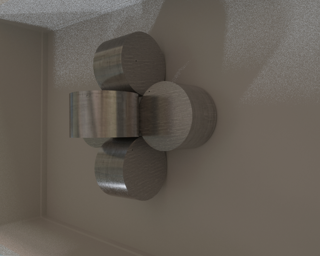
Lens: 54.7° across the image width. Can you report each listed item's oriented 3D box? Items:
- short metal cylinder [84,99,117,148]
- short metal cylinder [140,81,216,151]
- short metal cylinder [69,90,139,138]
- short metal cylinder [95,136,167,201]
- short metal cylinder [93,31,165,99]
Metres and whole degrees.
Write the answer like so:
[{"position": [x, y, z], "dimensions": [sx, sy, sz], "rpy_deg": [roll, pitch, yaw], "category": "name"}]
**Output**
[{"position": [-0.073, -0.013, 0.449], "dimensions": [0.080, 0.050, 0.080], "rpy_deg": [0, 90, 40], "category": "short metal cylinder"}, {"position": [0.020, -0.014, 0.372], "dimensions": [0.080, 0.050, 0.080], "rpy_deg": [0, 90, 40], "category": "short metal cylinder"}, {"position": [-0.065, -0.014, 0.365], "dimensions": [0.080, 0.081, 0.050], "rpy_deg": [-1, 89, 40], "category": "short metal cylinder"}, {"position": [-0.036, 0.050, 0.398], "dimensions": [0.050, 0.081, 0.080], "rpy_deg": [-2, 89, 39], "category": "short metal cylinder"}, {"position": [-0.038, -0.079, 0.400], "dimensions": [0.050, 0.081, 0.080], "rpy_deg": [-2, 89, 39], "category": "short metal cylinder"}]
